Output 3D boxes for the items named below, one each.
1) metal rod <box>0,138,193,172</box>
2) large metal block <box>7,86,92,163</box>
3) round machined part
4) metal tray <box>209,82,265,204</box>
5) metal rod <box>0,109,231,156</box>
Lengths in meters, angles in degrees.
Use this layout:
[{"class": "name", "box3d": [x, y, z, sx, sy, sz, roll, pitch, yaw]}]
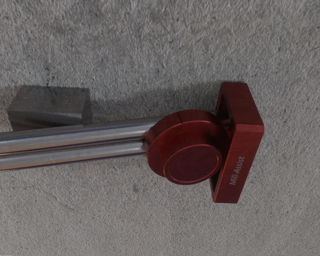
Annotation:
[{"class": "metal rod", "box3d": [-0.067, 0.026, 0.371, 0.302, 0.025, 0.025, -6, 131, -12]}, {"class": "large metal block", "box3d": [-0.129, -0.003, 0.383, 0.081, 0.050, 0.079, 2, 130, -3]}, {"class": "round machined part", "box3d": [0.034, 0.029, 0.359, 0.099, 0.042, 0.097, -8, 133, -8]}, {"class": "metal tray", "box3d": [0.086, 0.020, 0.384, 0.030, 0.090, 0.129, 3, 130, -3]}, {"class": "metal rod", "box3d": [-0.065, 0.005, 0.353, 0.302, 0.025, 0.025, -6, 131, -12]}]
